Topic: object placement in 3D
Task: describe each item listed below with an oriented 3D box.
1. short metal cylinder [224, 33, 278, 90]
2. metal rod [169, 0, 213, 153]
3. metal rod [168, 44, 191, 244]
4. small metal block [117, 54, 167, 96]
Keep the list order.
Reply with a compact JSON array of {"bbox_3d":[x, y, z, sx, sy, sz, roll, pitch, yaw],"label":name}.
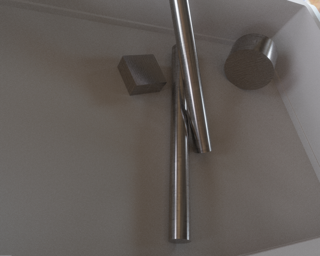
[{"bbox_3d":[0.155,-0.111,0.524,0.080,0.080,0.050,34,51,-6],"label":"short metal cylinder"},{"bbox_3d":[0.034,-0.115,0.409,0.025,0.025,0.298,-14,97,-34],"label":"metal rod"},{"bbox_3d":[0.027,-0.001,0.422,0.025,0.025,0.300,16,55,-20],"label":"metal rod"},{"bbox_3d":[-0.026,-0.076,0.440,0.050,0.025,0.050,-12,68,-33],"label":"small metal block"}]
